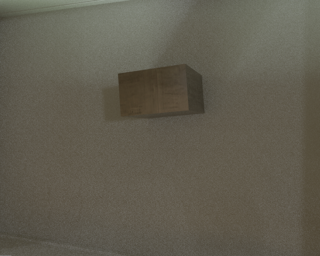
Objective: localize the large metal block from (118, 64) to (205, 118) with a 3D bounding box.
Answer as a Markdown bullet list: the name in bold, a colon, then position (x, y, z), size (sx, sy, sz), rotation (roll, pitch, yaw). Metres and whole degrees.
- **large metal block**: position (0.005, -0.041, 0.380), size (0.080, 0.080, 0.050), rotation (-4, 89, 20)
